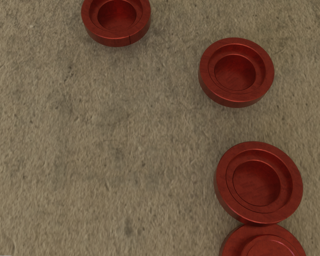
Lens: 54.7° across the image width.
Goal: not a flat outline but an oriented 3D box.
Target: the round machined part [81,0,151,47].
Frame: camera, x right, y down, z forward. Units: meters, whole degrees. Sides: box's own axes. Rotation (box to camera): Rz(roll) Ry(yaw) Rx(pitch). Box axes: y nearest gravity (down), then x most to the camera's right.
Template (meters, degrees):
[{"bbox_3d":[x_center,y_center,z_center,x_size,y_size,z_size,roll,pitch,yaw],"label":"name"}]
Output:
[{"bbox_3d":[-0.062,-0.160,0.457,0.099,0.042,0.098,0,70,-1],"label":"round machined part"}]

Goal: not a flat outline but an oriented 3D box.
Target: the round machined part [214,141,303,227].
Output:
[{"bbox_3d":[0.113,0.069,0.371,0.099,0.042,0.098,1,62,-1],"label":"round machined part"}]

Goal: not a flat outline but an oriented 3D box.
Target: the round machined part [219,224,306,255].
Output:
[{"bbox_3d":[0.118,0.154,0.344,0.099,0.042,0.098,0,70,0],"label":"round machined part"}]

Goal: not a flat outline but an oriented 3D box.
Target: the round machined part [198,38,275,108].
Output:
[{"bbox_3d":[0.102,-0.072,0.427,0.099,0.042,0.098,0,70,-1],"label":"round machined part"}]
